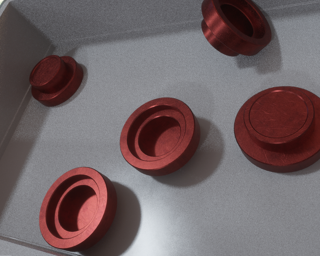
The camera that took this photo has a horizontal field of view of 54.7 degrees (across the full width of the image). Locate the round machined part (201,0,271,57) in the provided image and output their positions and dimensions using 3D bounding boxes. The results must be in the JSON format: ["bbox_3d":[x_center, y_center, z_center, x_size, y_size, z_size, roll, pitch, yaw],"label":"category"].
[{"bbox_3d":[0.094,-0.133,0.403,0.042,0.099,0.098,-43,39,48],"label":"round machined part"}]

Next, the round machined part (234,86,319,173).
[{"bbox_3d":[0.128,-0.005,0.331,0.098,0.042,0.098,-13,56,20],"label":"round machined part"}]

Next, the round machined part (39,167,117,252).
[{"bbox_3d":[-0.095,0.101,0.381,0.098,0.042,0.098,-13,56,20],"label":"round machined part"}]

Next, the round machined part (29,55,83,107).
[{"bbox_3d":[-0.189,-0.090,0.546,0.098,0.042,0.098,-13,56,20],"label":"round machined part"}]

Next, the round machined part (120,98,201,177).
[{"bbox_3d":[0.003,0.014,0.383,0.098,0.042,0.098,-13,56,20],"label":"round machined part"}]
